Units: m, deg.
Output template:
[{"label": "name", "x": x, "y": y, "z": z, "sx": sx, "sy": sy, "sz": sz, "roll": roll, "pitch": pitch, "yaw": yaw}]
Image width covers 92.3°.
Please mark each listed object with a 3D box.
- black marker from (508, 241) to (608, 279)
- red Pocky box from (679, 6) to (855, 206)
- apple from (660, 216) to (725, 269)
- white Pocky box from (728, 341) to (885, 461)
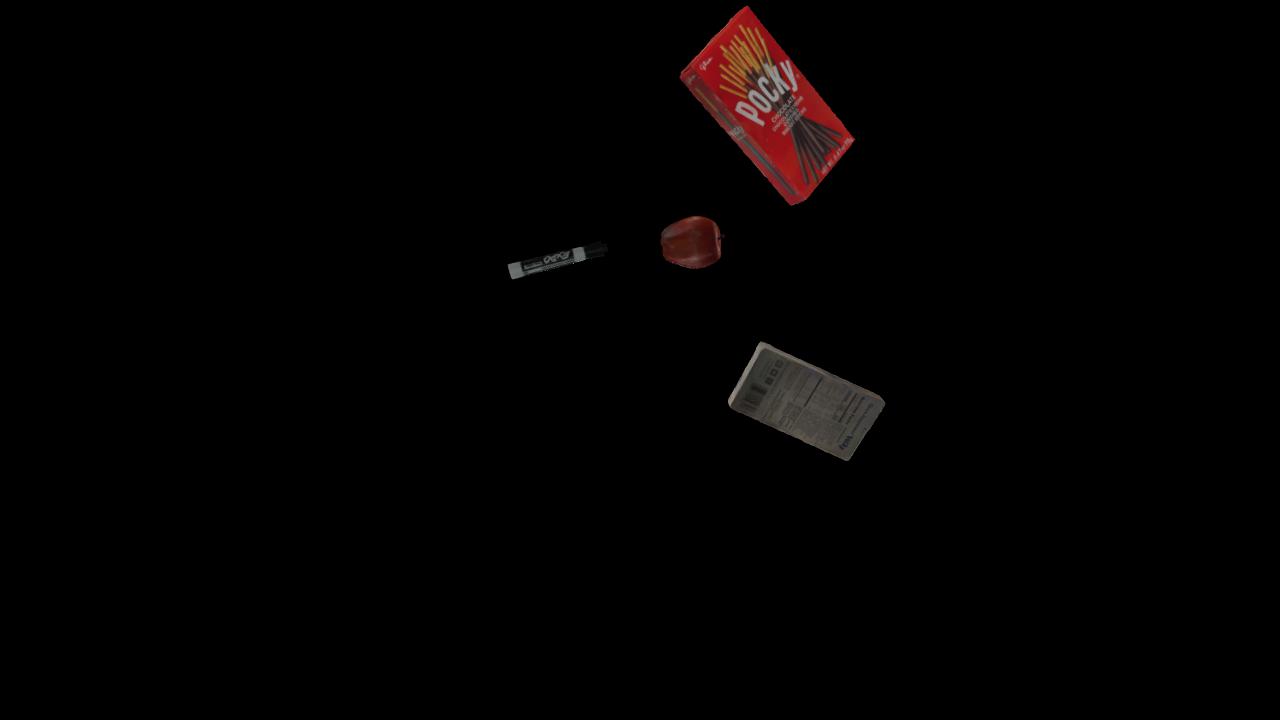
[{"label": "black marker", "x": -0.098, "y": -0.121, "z": 0.743, "sx": 0.121, "sy": 0.020, "sz": 0.020, "roll": -15, "pitch": 1, "yaw": -5}, {"label": "red Pocky box", "x": 0.114, "y": -0.220, "z": 0.541, "sx": 0.155, "sy": 0.083, "sz": 0.028, "roll": 43, "pitch": -12, "yaw": -16}, {"label": "apple", "x": 0.078, "y": -0.172, "z": 0.902, "sx": 0.093, "sy": 0.079, "sz": 0.079, "roll": -6, "pitch": -1, "yaw": 8}, {"label": "white Pocky box", "x": 0.186, "y": 0.047, "z": 0.692, "sx": 0.154, "sy": 0.084, "sz": 0.028, "roll": 24, "pitch": 19, "yaw": -6}]
